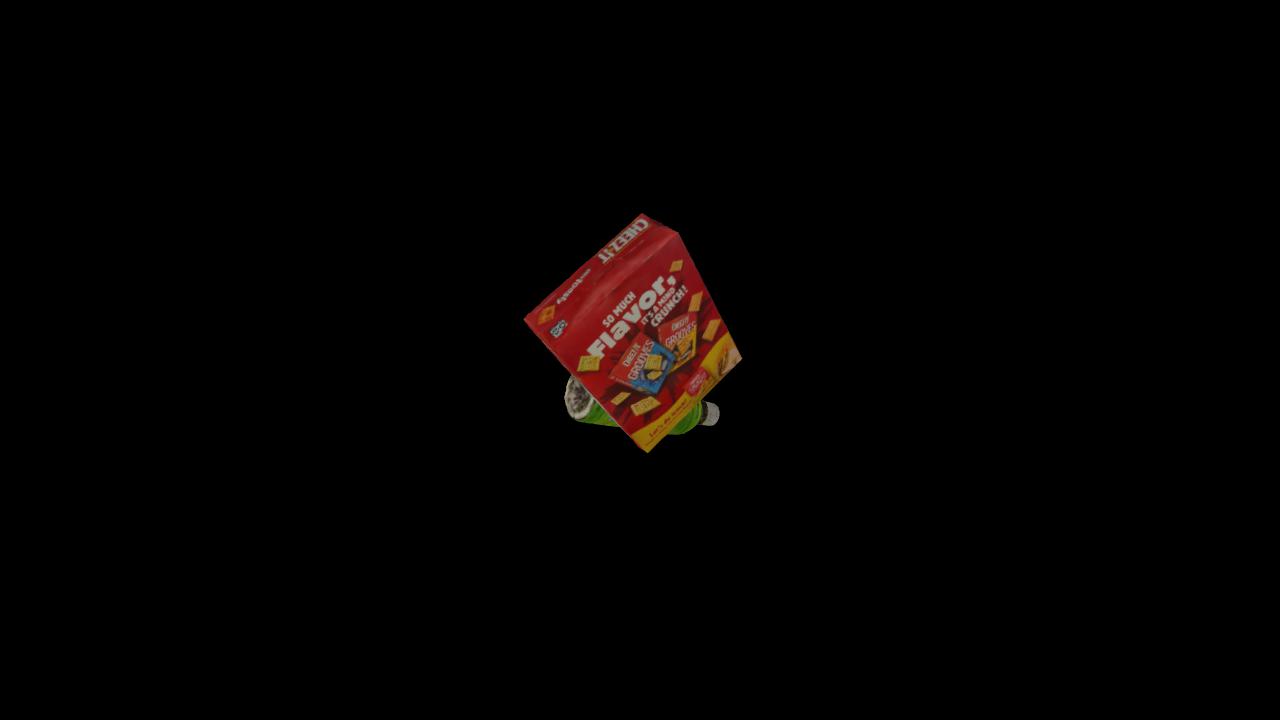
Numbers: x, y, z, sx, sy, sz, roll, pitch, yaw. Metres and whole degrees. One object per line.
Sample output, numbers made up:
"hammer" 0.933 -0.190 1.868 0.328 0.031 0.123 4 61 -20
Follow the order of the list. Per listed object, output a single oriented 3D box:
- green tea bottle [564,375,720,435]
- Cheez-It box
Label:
"green tea bottle" 0.013 0.053 0.758 0.212 0.073 0.073 10 -6 -37
"Cheez-It box" 0.004 -0.020 0.669 0.071 0.166 0.223 40 -9 43
